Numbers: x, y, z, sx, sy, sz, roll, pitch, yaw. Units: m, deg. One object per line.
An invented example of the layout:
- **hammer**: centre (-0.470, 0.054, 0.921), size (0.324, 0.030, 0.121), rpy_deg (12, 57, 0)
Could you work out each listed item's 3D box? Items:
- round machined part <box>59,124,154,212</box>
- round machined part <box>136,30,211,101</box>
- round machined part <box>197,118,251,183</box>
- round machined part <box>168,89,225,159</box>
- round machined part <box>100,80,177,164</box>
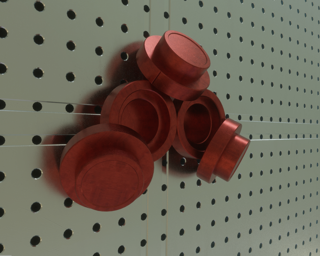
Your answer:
- **round machined part**: centre (-0.054, 0.048, 0.324), size (0.099, 0.042, 0.097), rpy_deg (-6, 116, -13)
- **round machined part**: centre (0.023, -0.083, 0.386), size (0.099, 0.042, 0.098), rpy_deg (23, 40, -21)
- **round machined part**: centre (0.096, 0.038, 0.446), size (0.098, 0.042, 0.098), rpy_deg (-50, 158, -29)
- **round machined part**: centre (0.046, -0.006, 0.439), size (0.099, 0.042, 0.097), rpy_deg (0, 90, -40)
- **round machined part**: centre (-0.029, -0.007, 0.374), size (0.099, 0.042, 0.097), rpy_deg (0, 90, -40)
